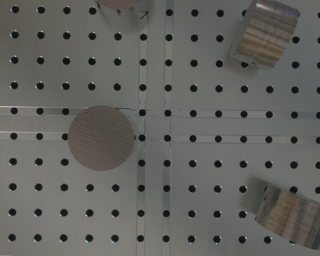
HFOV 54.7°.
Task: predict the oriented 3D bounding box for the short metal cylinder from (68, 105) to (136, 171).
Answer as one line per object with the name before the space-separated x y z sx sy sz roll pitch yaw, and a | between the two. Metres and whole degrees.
short metal cylinder | -0.072 0.012 0.400 0.081 0.050 0.079 0 90 -1

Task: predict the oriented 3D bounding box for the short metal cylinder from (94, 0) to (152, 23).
short metal cylinder | -0.050 -0.183 0.400 0.081 0.050 0.079 0 90 -1

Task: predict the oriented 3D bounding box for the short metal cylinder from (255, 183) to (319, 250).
short metal cylinder | 0.167 0.108 0.388 0.080 0.080 0.050 21 90 -1

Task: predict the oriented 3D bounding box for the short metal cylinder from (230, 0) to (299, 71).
short metal cylinder | 0.128 -0.118 0.388 0.050 0.080 0.080 21 90 -1
